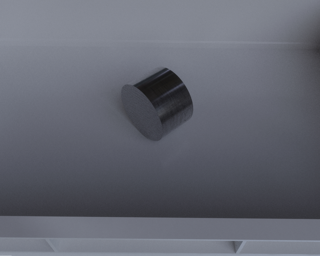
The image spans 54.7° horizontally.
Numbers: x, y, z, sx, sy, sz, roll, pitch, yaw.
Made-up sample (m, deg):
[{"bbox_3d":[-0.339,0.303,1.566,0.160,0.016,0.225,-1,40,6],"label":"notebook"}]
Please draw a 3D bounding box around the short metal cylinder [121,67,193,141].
[{"bbox_3d":[-0.004,-0.030,0.392,0.050,0.080,0.080,-34,58,-25],"label":"short metal cylinder"}]
